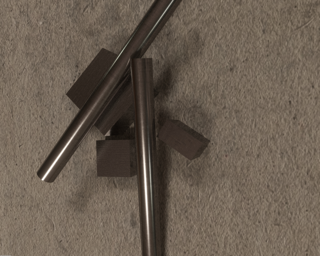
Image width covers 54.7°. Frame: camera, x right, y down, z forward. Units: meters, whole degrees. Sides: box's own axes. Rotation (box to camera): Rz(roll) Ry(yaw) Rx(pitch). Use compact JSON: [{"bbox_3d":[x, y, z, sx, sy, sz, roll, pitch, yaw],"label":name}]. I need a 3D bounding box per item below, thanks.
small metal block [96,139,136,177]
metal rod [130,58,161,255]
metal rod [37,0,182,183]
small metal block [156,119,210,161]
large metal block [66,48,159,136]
[{"bbox_3d":[-0.059,0.041,0.429,0.050,0.025,0.050,-2,89,19],"label":"small metal block"},{"bbox_3d":[-0.015,0.067,0.380,0.025,0.025,0.298,2,103,19],"label":"metal rod"},{"bbox_3d":[-0.061,-0.053,0.376,0.025,0.025,0.299,41,102,15],"label":"metal rod"},{"bbox_3d":[0.030,0.013,0.384,0.050,0.050,0.025,35,101,16],"label":"small metal block"},{"bbox_3d":[-0.063,-0.046,0.417,0.080,0.050,0.080,45,104,14],"label":"large metal block"}]
